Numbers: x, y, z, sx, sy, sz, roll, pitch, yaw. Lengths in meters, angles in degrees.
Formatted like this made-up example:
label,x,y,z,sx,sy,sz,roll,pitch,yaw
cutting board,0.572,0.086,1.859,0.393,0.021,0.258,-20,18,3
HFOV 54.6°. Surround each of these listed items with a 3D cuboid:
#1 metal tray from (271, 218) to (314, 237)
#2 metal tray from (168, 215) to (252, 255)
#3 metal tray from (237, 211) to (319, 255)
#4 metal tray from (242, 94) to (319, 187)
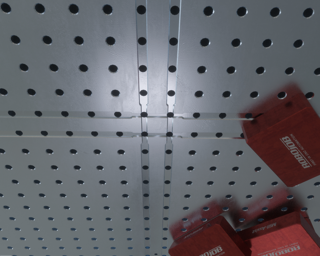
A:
label,x,y,z,sx,sy,sz,roll,pitch,yaw
metal tray,0.247,0.229,0.604,0.090,0.030,0.130,-11,130,9
metal tray,0.090,0.231,0.576,0.130,0.030,0.090,-40,87,29
metal tray,0.214,0.211,0.560,0.130,0.030,0.090,-33,104,30
metal tray,0.187,0.023,0.429,0.090,0.030,0.130,-33,123,25
